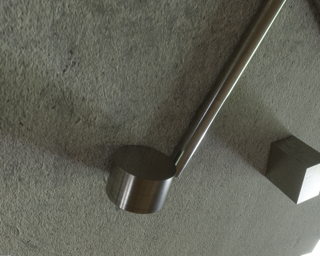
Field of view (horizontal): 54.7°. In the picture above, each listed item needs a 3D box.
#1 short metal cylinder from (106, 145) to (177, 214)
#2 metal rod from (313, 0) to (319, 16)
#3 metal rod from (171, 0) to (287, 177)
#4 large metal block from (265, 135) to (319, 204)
[{"bbox_3d":[-0.025,0.064,0.397,0.081,0.080,0.050,3,117,-30],"label":"short metal cylinder"},{"bbox_3d":[0.216,-0.179,0.413,0.025,0.025,0.301,-49,129,6],"label":"metal rod"},{"bbox_3d":[0.089,-0.060,0.417,0.025,0.025,0.298,18,109,-35],"label":"metal rod"},{"bbox_3d":[0.238,0.072,0.546,0.050,0.080,0.079,-16,125,-20],"label":"large metal block"}]
